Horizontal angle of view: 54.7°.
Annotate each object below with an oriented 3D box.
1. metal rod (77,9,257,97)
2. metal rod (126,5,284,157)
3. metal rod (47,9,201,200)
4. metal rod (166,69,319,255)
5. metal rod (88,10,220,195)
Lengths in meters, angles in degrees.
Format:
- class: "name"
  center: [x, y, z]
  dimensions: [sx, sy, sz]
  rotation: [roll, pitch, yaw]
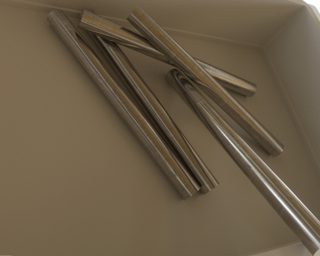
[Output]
- class: "metal rod"
  center: [0.028, -0.103, 0.465]
  dimensions: [0.302, 0.025, 0.025]
  rotation: [16, 55, -27]
- class: "metal rod"
  center: [0.074, -0.059, 0.448]
  dimensions: [0.300, 0.025, 0.025]
  rotation: [40, 50, -15]
- class: "metal rod"
  center: [-0.051, -0.036, 0.400]
  dimensions: [0.025, 0.025, 0.300]
  rotation: [-31, 79, -38]
- class: "metal rod"
  center: [0.080, 0.012, 0.365]
  dimensions: [0.025, 0.025, 0.300]
  rotation: [-1, 38, -29]
- class: "metal rod"
  center: [-0.020, -0.042, 0.421]
  dimensions: [0.025, 0.025, 0.299]
  rotation: [-28, 77, -37]
